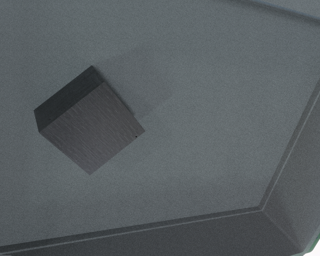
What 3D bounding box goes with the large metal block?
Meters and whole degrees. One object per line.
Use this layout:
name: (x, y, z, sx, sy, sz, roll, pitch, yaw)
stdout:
large metal block: (-0.077, -0.008, 0.345, 0.080, 0.050, 0.080, -39, 129, -2)
